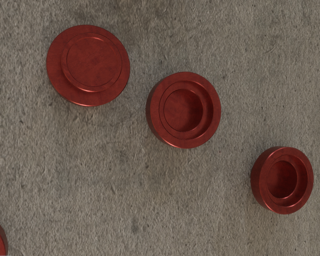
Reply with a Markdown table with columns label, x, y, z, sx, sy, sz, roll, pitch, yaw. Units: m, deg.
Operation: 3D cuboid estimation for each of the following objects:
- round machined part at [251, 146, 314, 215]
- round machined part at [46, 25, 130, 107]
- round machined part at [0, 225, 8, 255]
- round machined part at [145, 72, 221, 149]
| label | x | y | z | sx | sy | sz | roll | pitch | yaw |
| --- | --- | --- | --- | --- | --- | --- | --- | --- | --- |
| round machined part | 0.177 | 0.076 | 0.465 | 0.099 | 0.042 | 0.097 | 0 | 90 | -20 |
| round machined part | -0.083 | -0.075 | 0.369 | 0.099 | 0.042 | 0.097 | 0 | 90 | -20 |
| round machined part | -0.212 | 0.131 | 0.322 | 0.099 | 0.042 | 0.097 | 0 | 90 | -20 |
| round machined part | 0.028 | -0.023 | 0.410 | 0.099 | 0.042 | 0.097 | 0 | 90 | -20 |
